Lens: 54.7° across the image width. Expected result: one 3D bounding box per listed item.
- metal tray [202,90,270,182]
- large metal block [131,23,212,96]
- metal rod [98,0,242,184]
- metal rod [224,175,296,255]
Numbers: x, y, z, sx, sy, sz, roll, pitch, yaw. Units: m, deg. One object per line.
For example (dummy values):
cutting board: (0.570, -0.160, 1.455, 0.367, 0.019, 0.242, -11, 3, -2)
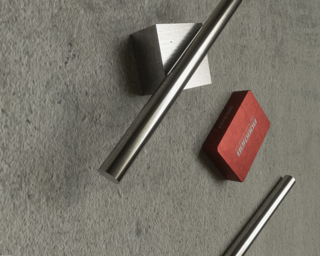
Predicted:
metal tray: (0.131, 0.012, 0.514, 0.090, 0.030, 0.130, 49, 61, -29)
large metal block: (0.016, -0.089, 0.404, 0.081, 0.050, 0.079, -17, 101, -39)
metal rod: (0.026, -0.066, 0.363, 0.025, 0.025, 0.301, 49, 61, -29)
metal rod: (0.163, 0.180, 0.544, 0.302, 0.025, 0.025, -37, 113, -34)
